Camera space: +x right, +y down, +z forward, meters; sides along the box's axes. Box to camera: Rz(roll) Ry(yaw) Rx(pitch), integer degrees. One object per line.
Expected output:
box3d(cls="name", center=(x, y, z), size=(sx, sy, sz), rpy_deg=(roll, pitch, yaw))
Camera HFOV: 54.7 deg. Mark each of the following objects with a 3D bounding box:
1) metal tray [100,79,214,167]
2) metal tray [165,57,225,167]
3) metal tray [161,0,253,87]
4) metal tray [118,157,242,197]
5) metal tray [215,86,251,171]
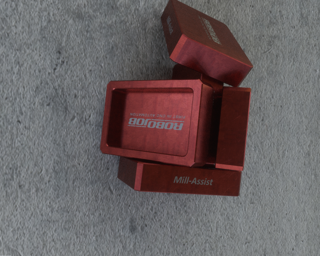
box3d(cls="metal tray", center=(-0.007, -0.008, 0.357), size=(0.030, 0.130, 0.089), rpy_deg=(9, 86, -57))
box3d(cls="metal tray", center=(0.040, -0.021, 0.391), size=(0.030, 0.090, 0.129), rpy_deg=(8, 88, -20))
box3d(cls="metal tray", center=(0.052, -0.109, 0.381), size=(0.091, 0.130, 0.030), rpy_deg=(19, 125, -20))
box3d(cls="metal tray", center=(0.022, 0.058, 0.384), size=(0.131, 0.090, 0.030), rpy_deg=(7, 88, -20))
box3d(cls="metal tray", center=(0.092, 0.003, 0.393), size=(0.030, 0.130, 0.089), rpy_deg=(6, 88, 13))
